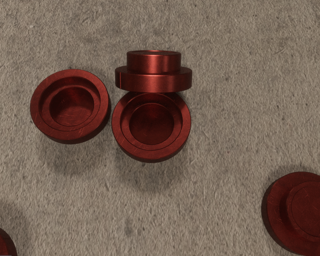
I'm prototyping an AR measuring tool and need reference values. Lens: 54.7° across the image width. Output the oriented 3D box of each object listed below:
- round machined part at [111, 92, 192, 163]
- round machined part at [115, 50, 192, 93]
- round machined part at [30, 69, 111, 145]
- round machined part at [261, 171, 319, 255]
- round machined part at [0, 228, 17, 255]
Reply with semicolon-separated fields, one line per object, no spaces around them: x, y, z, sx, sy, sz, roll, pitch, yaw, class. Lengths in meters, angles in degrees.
-0.010;-0.002;0.400;0.099;0.042;0.098;0;70;0;round machined part
-0.008;-0.075;0.395;0.099;0.098;0.042;1;109;0;round machined part
-0.113;-0.025;0.407;0.099;0.042;0.098;0;70;-1;round machined part
0.175;0.099;0.365;0.099;0.042;0.098;0;70;-1;round machined part
-0.206;0.155;0.340;0.099;0.042;0.098;0;70;-1;round machined part
